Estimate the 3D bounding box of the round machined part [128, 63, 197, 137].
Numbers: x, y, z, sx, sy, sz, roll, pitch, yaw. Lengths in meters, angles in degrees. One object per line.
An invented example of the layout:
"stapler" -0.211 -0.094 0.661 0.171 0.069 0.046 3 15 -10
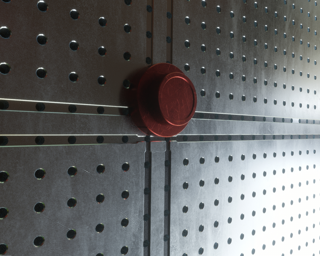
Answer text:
"round machined part" 0.010 -0.037 0.406 0.099 0.042 0.097 0 90 -40
